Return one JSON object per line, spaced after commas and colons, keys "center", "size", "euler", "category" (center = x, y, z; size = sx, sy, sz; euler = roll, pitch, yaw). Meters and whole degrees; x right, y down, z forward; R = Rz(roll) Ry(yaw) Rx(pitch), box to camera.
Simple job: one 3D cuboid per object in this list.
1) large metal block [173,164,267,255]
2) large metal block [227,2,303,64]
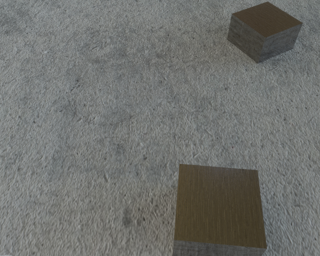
{"center": [0.056, 0.087, 0.314], "size": [0.080, 0.050, 0.080], "euler": [4, 50, 3], "category": "large metal block"}
{"center": [0.175, -0.164, 0.525], "size": [0.081, 0.050, 0.080], "euler": [-25, 54, -19], "category": "large metal block"}
